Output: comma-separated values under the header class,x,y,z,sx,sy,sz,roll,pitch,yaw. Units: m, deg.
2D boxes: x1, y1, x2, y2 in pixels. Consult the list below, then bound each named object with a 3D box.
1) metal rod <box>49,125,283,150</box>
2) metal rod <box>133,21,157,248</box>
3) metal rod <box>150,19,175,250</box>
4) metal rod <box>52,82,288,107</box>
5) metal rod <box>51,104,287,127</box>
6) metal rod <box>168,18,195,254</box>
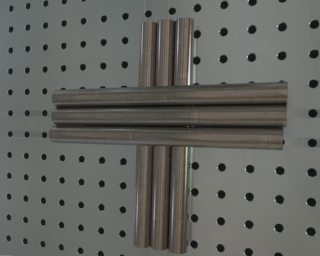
class,x,y,z,sx,sy,sz,roll,pitch,yaw
metal rod,-0.007,0.010,0.389,0.301,0.025,0.025,1,90,20
metal rod,-0.019,0.009,0.420,0.025,0.025,0.298,2,91,20
metal rod,0.004,0.009,0.412,0.025,0.025,0.298,2,91,20
metal rod,-0.003,-0.040,0.387,0.301,0.025,0.025,1,90,20
metal rod,-0.004,-0.015,0.388,0.301,0.025,0.025,1,90,20
metal rod,0.028,0.010,0.403,0.025,0.025,0.298,2,91,20
